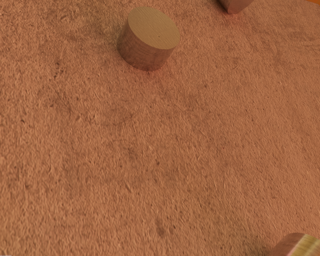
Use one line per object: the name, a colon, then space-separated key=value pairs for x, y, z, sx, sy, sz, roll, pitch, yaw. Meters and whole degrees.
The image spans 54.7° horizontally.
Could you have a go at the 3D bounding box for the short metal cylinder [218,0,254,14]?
short metal cylinder: x=0.156 y=-0.276 z=0.621 sx=0.081 sy=0.080 sz=0.050 roll=-24 pitch=75 yaw=-36

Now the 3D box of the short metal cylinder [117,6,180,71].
short metal cylinder: x=-0.018 y=-0.131 z=0.458 sx=0.081 sy=0.050 sz=0.080 roll=14 pitch=56 yaw=-21

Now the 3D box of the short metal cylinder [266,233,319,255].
short metal cylinder: x=0.161 y=0.168 z=0.352 sx=0.050 sy=0.080 sz=0.080 roll=-23 pitch=75 yaw=-36
